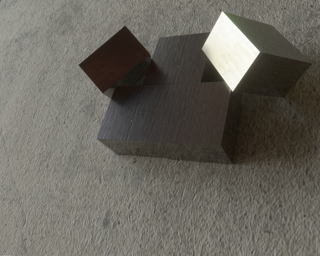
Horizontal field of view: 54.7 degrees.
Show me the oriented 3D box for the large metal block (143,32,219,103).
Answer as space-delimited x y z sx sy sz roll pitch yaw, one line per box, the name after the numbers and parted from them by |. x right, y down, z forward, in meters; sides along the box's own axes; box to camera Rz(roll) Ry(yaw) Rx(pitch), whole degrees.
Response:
0.034 -0.078 0.419 0.080 0.050 0.080 3 63 29 | large metal block

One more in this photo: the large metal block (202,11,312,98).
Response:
0.108 -0.083 0.356 0.050 0.081 0.080 -61 39 38 | large metal block

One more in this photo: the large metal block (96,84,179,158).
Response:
-0.024 -0.009 0.405 0.080 0.050 0.080 2 62 28 | large metal block

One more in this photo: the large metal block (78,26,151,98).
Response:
-0.058 -0.088 0.443 0.080 0.080 0.050 -40 86 1 | large metal block

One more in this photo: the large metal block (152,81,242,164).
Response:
0.046 -0.007 0.366 0.080 0.050 0.080 2 62 28 | large metal block
